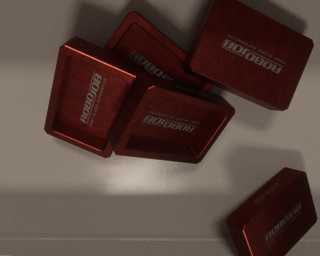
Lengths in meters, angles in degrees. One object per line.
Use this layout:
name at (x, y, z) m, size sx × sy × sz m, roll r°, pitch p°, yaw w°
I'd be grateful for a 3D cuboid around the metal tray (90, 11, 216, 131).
metal tray at (-0.008, -0.067, 0.383) m, size 0.130 × 0.030 × 0.090 m, roll 36°, pitch 106°, yaw -13°

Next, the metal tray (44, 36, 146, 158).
metal tray at (-0.081, -0.031, 0.371) m, size 0.090 × 0.030 × 0.129 m, roll 24°, pitch 127°, yaw -4°

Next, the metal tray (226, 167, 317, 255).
metal tray at (0.156, 0.125, 0.421) m, size 0.131 × 0.030 × 0.090 m, roll -31°, pitch 111°, yaw -25°

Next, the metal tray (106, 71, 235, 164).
metal tray at (0.015, -0.005, 0.361) m, size 0.131 × 0.030 × 0.089 m, roll 11°, pitch 121°, yaw -37°

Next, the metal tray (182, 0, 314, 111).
metal tray at (0.103, -0.084, 0.360) m, size 0.131 × 0.030 × 0.090 m, roll 21°, pitch 91°, yaw -13°
